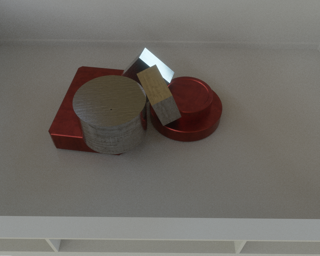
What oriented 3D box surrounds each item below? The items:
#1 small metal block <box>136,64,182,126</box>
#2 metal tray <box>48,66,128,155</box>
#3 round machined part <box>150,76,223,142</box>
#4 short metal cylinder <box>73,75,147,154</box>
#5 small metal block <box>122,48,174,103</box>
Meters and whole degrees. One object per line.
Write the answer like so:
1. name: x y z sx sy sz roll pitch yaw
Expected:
1. small metal block: 0.000 -0.038 0.368 0.025 0.050 0.050 -26 60 2
2. metal tray: -0.082 -0.028 0.420 0.091 0.030 0.130 6 50 4
3. round machined part: 0.035 -0.032 0.419 0.099 0.042 0.098 0 50 0
4. short metal cylinder: -0.056 -0.016 0.361 0.081 0.050 0.080 0 50 0
5. small metal block: -0.018 -0.069 0.411 0.050 0.050 0.025 38 44 -17
